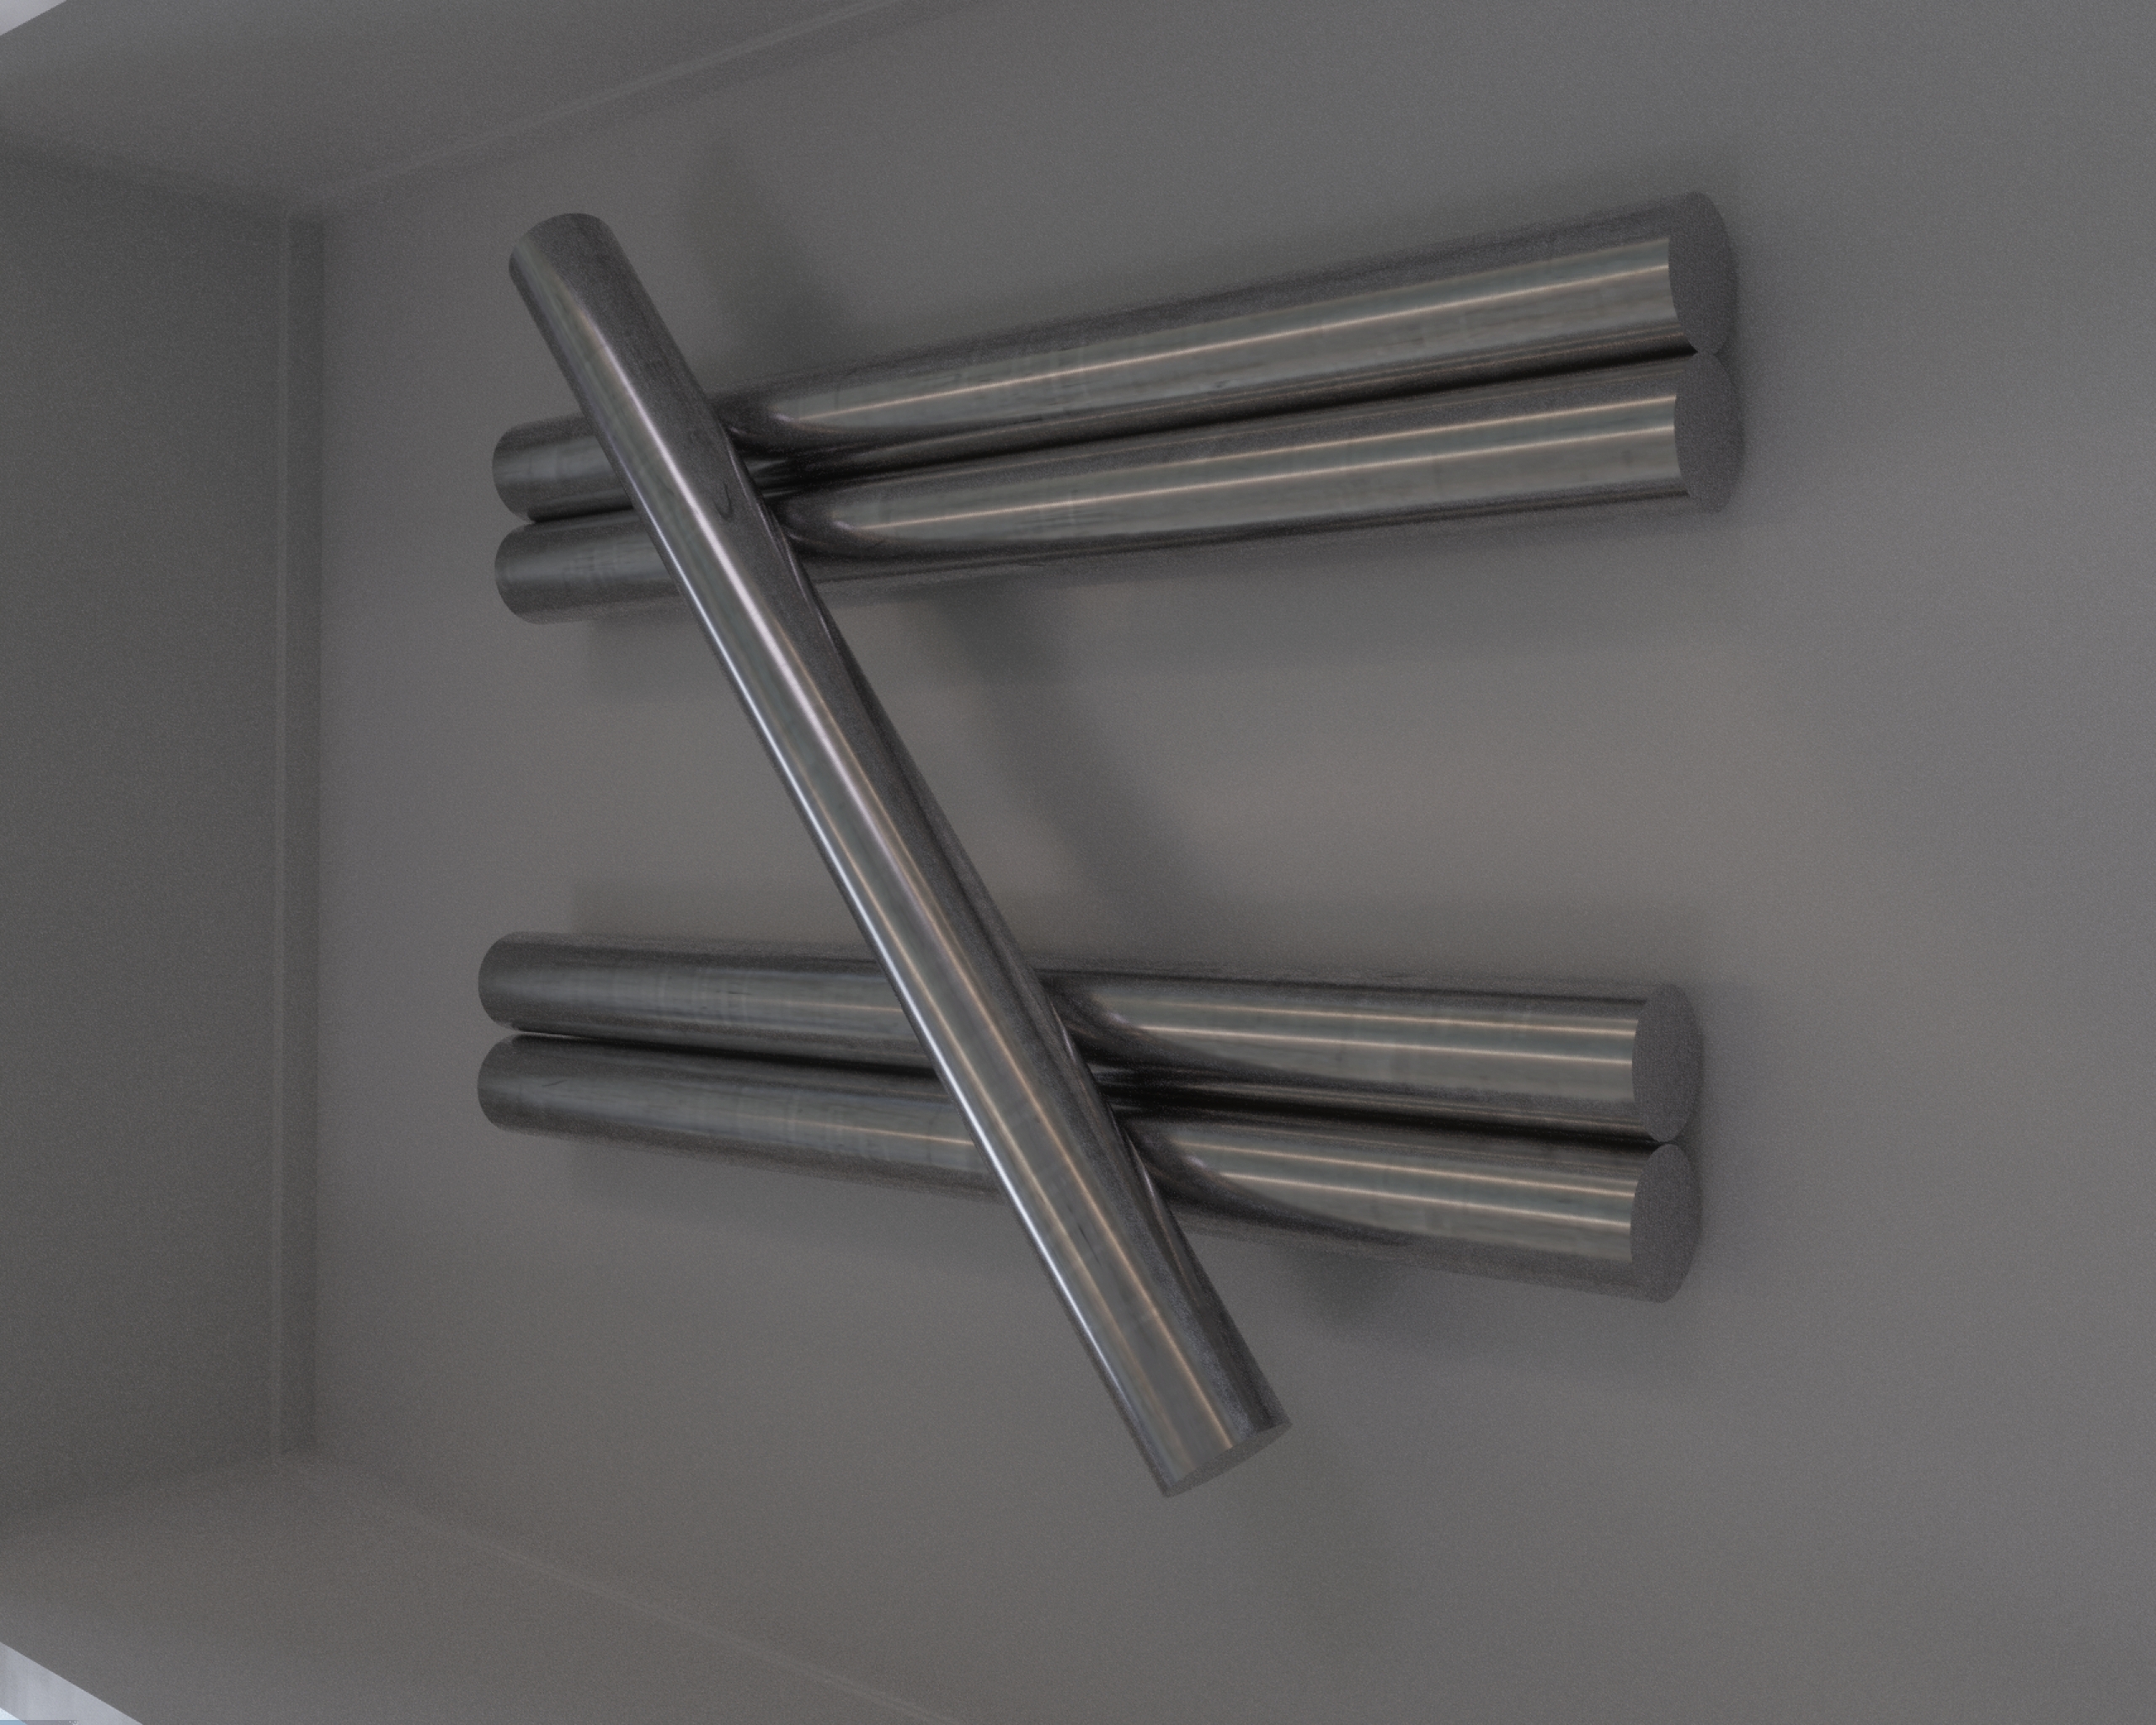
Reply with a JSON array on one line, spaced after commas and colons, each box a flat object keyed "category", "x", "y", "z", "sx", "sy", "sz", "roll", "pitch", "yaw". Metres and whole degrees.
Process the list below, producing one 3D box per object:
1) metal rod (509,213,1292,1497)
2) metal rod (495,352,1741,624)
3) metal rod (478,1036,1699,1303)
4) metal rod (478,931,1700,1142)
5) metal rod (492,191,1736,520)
[{"category": "metal rod", "x": -0.045, "y": -0.018, "z": 0.410, "sx": 0.025, "sy": 0.025, "sz": 0.299, "roll": -45, "pitch": 63, "yaw": 31}, {"category": "metal rod", "x": -0.018, "y": -0.069, "z": 0.419, "sx": 0.300, "sy": 0.025, "sz": 0.025, "roll": 1, "pitch": 91, "yaw": 40}, {"category": "metal rod", "x": -0.023, "y": 0.056, "z": 0.424, "sx": 0.300, "sy": 0.025, "sz": 0.025, "roll": 0, "pitch": 90, "yaw": 40}, {"category": "metal rod", "x": -0.023, "y": 0.030, "z": 0.423, "sx": 0.300, "sy": 0.025, "sz": 0.025, "roll": 0, "pitch": 90, "yaw": 40}, {"category": "metal rod", "x": -0.018, "y": -0.094, "z": 0.420, "sx": 0.300, "sy": 0.025, "sz": 0.025, "roll": 1, "pitch": 91, "yaw": 40}]
